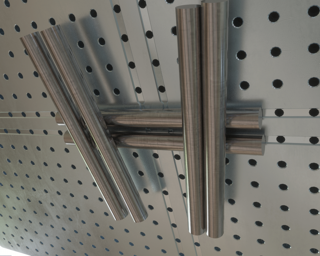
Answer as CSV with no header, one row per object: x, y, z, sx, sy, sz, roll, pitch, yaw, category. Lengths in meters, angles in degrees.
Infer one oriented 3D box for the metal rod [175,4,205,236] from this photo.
0.040,0.014,0.368,0.025,0.025,0.298,9,122,24,metal rod

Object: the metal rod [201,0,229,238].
0.063,0.013,0.355,0.025,0.025,0.298,9,122,24,metal rod

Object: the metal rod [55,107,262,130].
-0.021,-0.013,0.415,0.300,0.025,0.025,1,119,27,metal rod

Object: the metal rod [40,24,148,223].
-0.082,0.009,0.429,0.025,0.025,0.299,-8,115,32,metal rod

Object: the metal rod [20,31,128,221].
-0.115,0.011,0.448,0.025,0.025,0.299,-8,114,32,metal rod

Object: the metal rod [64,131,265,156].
-0.013,0.017,0.430,0.300,0.025,0.025,1,119,27,metal rod
